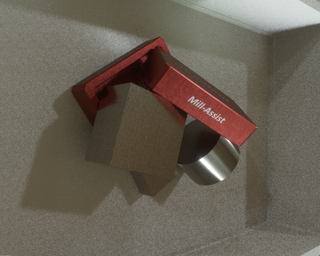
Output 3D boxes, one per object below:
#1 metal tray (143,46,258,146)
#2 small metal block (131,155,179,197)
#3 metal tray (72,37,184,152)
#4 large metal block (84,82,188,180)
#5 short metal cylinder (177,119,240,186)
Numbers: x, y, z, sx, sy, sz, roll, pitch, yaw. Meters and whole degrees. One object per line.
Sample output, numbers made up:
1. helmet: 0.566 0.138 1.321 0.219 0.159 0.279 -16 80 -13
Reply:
1. metal tray: 0.044 -0.039 0.363 0.131 0.090 0.030 31 108 -21
2. small metal block: -0.009 0.052 0.399 0.050 0.025 0.050 -36 112 -34
3. metal tray: -0.029 -0.043 0.378 0.131 0.030 0.090 -41 115 -32
4. large metal block: -0.023 0.006 0.329 0.080 0.050 0.080 21 77 -38
5. short metal cylinder: 0.061 0.031 0.423 0.050 0.080 0.080 47 62 -30
